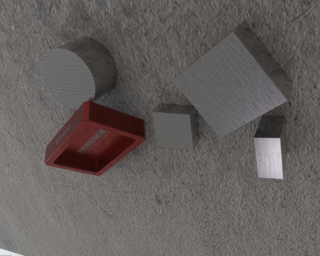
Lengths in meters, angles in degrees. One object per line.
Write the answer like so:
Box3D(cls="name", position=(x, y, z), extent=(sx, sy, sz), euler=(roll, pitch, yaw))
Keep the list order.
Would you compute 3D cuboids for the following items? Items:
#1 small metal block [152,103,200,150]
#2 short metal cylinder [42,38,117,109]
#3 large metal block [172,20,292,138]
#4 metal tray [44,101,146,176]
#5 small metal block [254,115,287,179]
Box3D(cls="small metal block", position=(0.021, -0.002, 0.394), extent=(0.050, 0.025, 0.050), euler=(5, 121, 25))
Box3D(cls="short metal cylinder", position=(-0.103, -0.071, 0.401), extent=(0.080, 0.050, 0.079), euler=(13, 124, 21))
Box3D(cls="large metal block", position=(0.075, -0.049, 0.321), extent=(0.080, 0.050, 0.080), euler=(49, 129, -7))
Box3D(cls="metal tray", position=(-0.092, 0.021, 0.433), extent=(0.091, 0.030, 0.129), euler=(19, 139, -34))
Box3D(cls="small metal block", position=(0.123, 0.020, 0.338), extent=(0.025, 0.050, 0.050), euler=(0, 119, 28))
